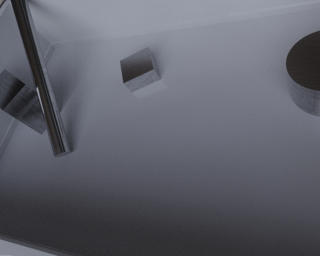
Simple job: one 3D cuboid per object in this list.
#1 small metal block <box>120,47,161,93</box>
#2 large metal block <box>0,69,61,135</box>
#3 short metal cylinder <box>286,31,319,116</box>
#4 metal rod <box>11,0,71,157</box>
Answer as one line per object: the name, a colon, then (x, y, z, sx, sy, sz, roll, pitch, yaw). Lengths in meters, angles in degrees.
small metal block: (-0.031, -0.089, 0.475, 0.050, 0.025, 0.050, -23, 53, 14)
large metal block: (-0.227, -0.043, 0.513, 0.080, 0.080, 0.050, 30, 78, 37)
short metal cylinder: (0.180, -0.058, 0.331, 0.080, 0.050, 0.080, -13, 56, 20)
metal rod: (-0.193, -0.099, 0.487, 0.025, 0.025, 0.299, -23, 78, 14)
